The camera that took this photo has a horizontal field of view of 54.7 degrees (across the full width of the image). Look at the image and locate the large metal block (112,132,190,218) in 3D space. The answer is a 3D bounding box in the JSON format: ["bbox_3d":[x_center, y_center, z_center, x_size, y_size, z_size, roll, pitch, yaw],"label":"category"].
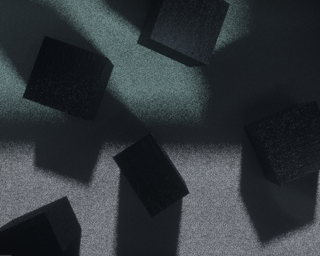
[{"bbox_3d":[-0.010,0.052,0.384,0.050,0.080,0.080,-33,90,0],"label":"large metal block"}]

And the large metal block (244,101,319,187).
[{"bbox_3d":[0.167,0.019,0.400,0.080,0.050,0.080,-23,90,0],"label":"large metal block"}]

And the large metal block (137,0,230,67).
[{"bbox_3d":[0.028,-0.129,0.385,0.081,0.050,0.080,19,90,-23],"label":"large metal block"}]

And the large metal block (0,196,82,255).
[{"bbox_3d":[-0.154,0.132,0.383,0.080,0.080,0.050,-24,90,0],"label":"large metal block"}]

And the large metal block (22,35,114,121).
[{"bbox_3d":[-0.114,-0.061,0.398,0.080,0.050,0.080,20,90,0],"label":"large metal block"}]
